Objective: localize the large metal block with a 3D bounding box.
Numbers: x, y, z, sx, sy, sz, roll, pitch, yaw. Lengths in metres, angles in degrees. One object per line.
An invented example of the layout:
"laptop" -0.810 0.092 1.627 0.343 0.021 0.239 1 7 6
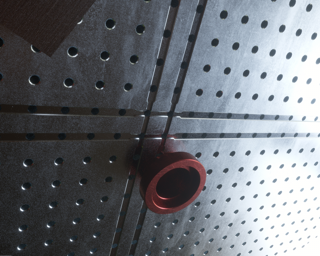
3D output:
"large metal block" -0.106 -0.122 0.262 0.080 0.050 0.080 -49 129 7

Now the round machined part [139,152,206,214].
"round machined part" 0.015 0.075 0.455 0.099 0.042 0.097 -14 124 -21
